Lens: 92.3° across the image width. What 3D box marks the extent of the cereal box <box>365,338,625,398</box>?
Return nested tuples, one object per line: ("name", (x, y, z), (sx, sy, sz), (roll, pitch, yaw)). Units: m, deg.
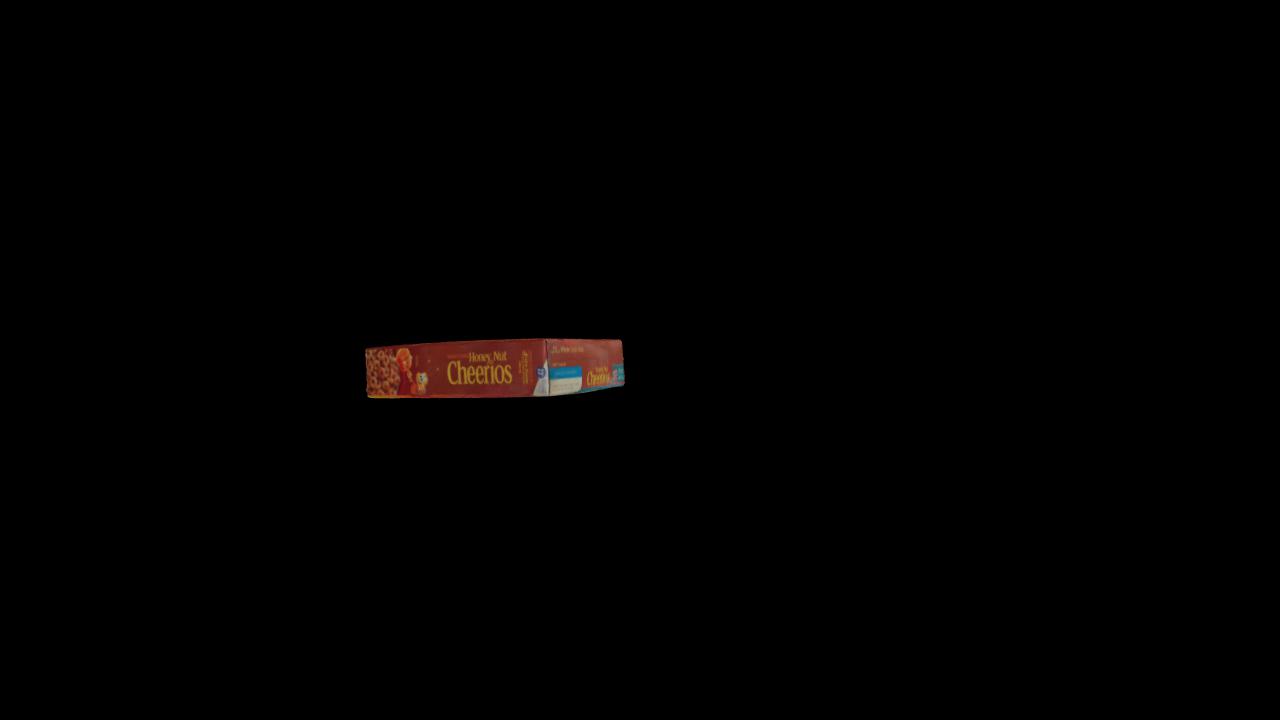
("cereal box", (-0.200, 0.012, 0.873), (0.306, 0.081, 0.203), (-1, 1, 24))
